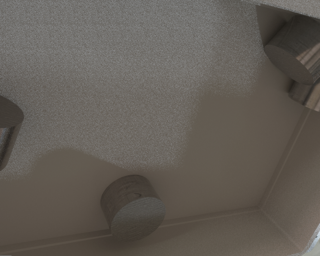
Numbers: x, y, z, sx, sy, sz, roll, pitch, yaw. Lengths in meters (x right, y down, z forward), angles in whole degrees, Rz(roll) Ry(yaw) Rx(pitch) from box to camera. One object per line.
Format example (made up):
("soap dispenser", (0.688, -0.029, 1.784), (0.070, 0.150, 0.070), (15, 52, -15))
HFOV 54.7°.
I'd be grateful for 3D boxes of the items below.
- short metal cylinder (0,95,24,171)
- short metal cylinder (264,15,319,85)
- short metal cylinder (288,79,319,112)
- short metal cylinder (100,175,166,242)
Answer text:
("short metal cylinder", (-0.173, 0.001, 0.279), (0.081, 0.080, 0.050), (15, 111, -34))
("short metal cylinder", (0.188, -0.102, 0.412), (0.050, 0.080, 0.080), (-48, 129, 6))
("short metal cylinder", (0.245, -0.058, 0.471), (0.081, 0.080, 0.050), (3, 117, -30))
("short metal cylinder", (-0.039, 0.114, 0.442), (0.081, 0.050, 0.079), (-14, 124, -21))
